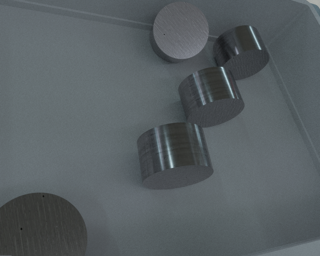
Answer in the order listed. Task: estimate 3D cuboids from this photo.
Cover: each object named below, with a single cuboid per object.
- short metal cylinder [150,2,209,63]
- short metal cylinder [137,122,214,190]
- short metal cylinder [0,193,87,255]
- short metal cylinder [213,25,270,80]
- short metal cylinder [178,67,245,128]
[{"bbox_3d":[0.027,-0.141,0.465,0.081,0.050,0.079,-1,95,-8],"label":"short metal cylinder"},{"bbox_3d":[0.016,0.035,0.358,0.081,0.080,0.050,4,60,-26],"label":"short metal cylinder"},{"bbox_3d":[-0.109,0.102,0.268,0.081,0.050,0.080,14,56,-21],"label":"short metal cylinder"},{"bbox_3d":[0.134,-0.124,0.518,0.081,0.080,0.050,1,61,-28],"label":"short metal cylinder"},{"bbox_3d":[0.071,-0.041,0.433,0.081,0.080,0.050,0,62,-28],"label":"short metal cylinder"}]
